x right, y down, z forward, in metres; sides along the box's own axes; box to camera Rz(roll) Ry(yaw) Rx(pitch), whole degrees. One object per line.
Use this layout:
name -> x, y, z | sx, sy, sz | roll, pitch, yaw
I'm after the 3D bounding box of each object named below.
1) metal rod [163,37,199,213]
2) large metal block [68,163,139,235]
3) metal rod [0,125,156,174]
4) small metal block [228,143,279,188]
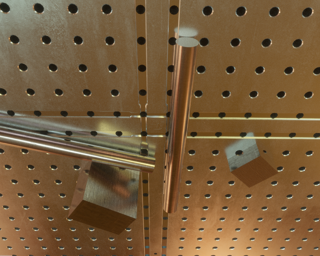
metal rod -> 0.024, 0.021, 0.429 | 0.025, 0.025, 0.298 | 2, 130, -2
large metal block -> -0.080, 0.100, 0.459 | 0.080, 0.080, 0.050 | 27, 125, -21
metal rod -> -0.155, 0.022, 0.428 | 0.302, 0.025, 0.025 | 13, 129, -11
small metal block -> 0.138, 0.057, 0.462 | 0.050, 0.025, 0.050 | -35, 122, 26
